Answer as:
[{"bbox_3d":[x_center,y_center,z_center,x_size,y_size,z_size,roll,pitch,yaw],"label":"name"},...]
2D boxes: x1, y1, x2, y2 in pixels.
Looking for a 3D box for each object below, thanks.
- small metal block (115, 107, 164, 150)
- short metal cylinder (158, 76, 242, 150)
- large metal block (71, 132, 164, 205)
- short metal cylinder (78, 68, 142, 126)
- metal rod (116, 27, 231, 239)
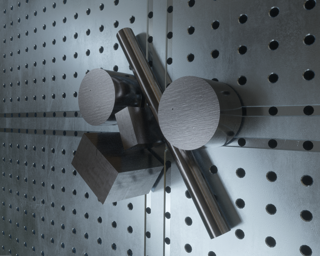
[{"bbox_3d":[-0.027,0.001,0.410,0.025,0.050,0.050,-27,73,37],"label":"small metal block"},{"bbox_3d":[0.045,-0.016,0.351,0.080,0.050,0.079,0,90,40],"label":"short metal cylinder"},{"bbox_3d":[-0.057,0.049,0.414,0.080,0.081,0.050,42,116,32],"label":"large metal block"},{"bbox_3d":[-0.073,-0.043,0.449,0.080,0.050,0.079,0,90,40],"label":"short metal cylinder"},{"bbox_3d":[0.009,-0.008,0.397,0.025,0.025,0.299,-38,67,33],"label":"metal rod"}]
